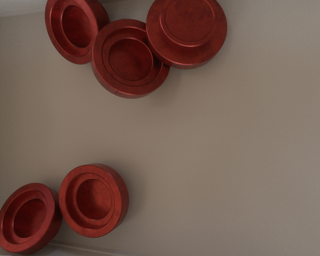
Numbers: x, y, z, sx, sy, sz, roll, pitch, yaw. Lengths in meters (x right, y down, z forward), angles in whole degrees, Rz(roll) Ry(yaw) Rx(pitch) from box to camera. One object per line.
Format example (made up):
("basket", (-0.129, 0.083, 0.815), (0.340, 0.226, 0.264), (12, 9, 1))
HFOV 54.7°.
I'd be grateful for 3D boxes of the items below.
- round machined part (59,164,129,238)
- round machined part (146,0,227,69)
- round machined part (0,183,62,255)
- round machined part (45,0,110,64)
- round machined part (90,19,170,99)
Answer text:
("round machined part", (-0.087, 0.098, 0.432), (0.098, 0.042, 0.097), (0, 90, 20))
("round machined part", (0.032, -0.123, 0.371), (0.099, 0.042, 0.097), (0, 85, -4))
("round machined part", (-0.183, 0.133, 0.452), (0.098, 0.042, 0.098), (-10, 57, 17))
("round machined part", (-0.107, -0.140, 0.425), (0.098, 0.042, 0.097), (17, 124, 27))
("round machined part", (-0.039, -0.085, 0.398), (0.099, 0.042, 0.097), (3, 81, -19))
